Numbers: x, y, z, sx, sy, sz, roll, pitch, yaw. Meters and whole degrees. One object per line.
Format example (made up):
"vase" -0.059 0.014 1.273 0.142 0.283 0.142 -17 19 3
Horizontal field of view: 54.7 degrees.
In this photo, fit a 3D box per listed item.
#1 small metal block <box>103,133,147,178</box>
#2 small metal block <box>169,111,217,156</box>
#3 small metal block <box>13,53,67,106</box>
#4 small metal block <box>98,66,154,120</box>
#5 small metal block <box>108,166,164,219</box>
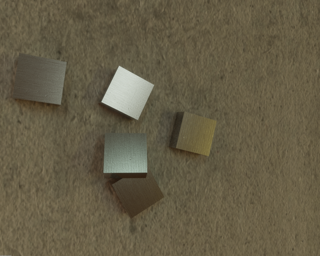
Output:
"small metal block" -0.042 0.034 0.379 0.050 0.025 0.050 1 66 -7
"small metal block" 0.045 0.008 0.427 0.050 0.025 0.050 15 85 -20
"small metal block" -0.138 -0.055 0.358 0.050 0.025 0.050 8 87 -20
"small metal block" -0.043 -0.043 0.394 0.050 0.025 0.050 27 81 -19
"small metal block" -0.031 0.079 0.399 0.050 0.025 0.050 -30 100 -18
